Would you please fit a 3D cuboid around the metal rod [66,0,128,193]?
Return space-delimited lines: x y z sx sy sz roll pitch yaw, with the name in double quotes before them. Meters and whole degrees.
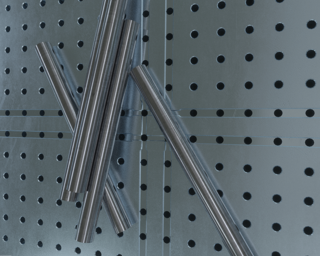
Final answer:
"metal rod" -0.077 -0.066 0.404 0.025 0.025 0.298 11 87 19

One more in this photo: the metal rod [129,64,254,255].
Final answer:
"metal rod" 0.041 0.050 0.397 0.025 0.025 0.299 -32 80 17

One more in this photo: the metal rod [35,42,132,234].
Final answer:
"metal rod" -0.114 0.008 0.451 0.025 0.025 0.299 -28 81 17

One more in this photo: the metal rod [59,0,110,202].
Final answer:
"metal rod" -0.093 -0.050 0.426 0.025 0.025 0.298 11 87 19

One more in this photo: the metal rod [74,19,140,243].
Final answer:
"metal rod" -0.070 0.002 0.418 0.025 0.025 0.298 11 87 19
